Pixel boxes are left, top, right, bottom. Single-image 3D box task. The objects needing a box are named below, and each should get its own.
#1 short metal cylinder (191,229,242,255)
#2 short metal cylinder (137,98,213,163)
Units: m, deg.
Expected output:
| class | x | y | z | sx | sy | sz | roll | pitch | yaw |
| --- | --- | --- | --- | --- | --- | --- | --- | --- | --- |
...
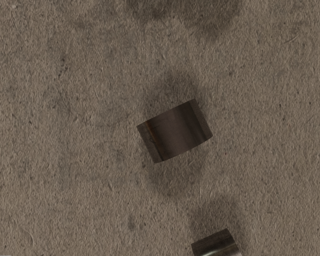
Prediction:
| class | x | y | z | sx | sy | sz | roll | pitch | yaw |
| --- | --- | --- | --- | --- | --- | --- | --- | --- | --- |
| short metal cylinder | 0.078 | 0.173 | 0.384 | 0.050 | 0.080 | 0.080 | -24 | 90 | 0 |
| short metal cylinder | 0.018 | 0.003 | 0.383 | 0.080 | 0.080 | 0.050 | -26 | 90 | 0 |
